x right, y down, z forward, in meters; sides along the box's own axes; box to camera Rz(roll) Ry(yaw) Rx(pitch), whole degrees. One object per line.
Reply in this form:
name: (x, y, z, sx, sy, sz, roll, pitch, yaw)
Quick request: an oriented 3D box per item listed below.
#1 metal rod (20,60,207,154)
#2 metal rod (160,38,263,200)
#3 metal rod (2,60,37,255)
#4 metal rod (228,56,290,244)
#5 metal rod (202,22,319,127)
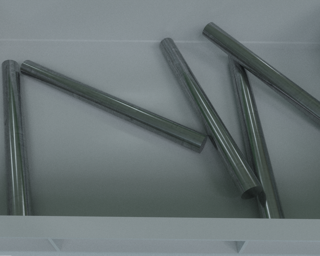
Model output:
metal rod: (-0.076, -0.037, 0.435, 0.301, 0.025, 0.025, 24, 54, 18)
metal rod: (0.055, -0.036, 0.426, 0.025, 0.025, 0.300, -13, 49, -11)
metal rod: (-0.184, 0.012, 0.393, 0.025, 0.025, 0.300, -15, 52, -12)
metal rod: (0.120, -0.002, 0.407, 0.025, 0.025, 0.300, 1, 50, 1)
metal rod: (0.172, -0.058, 0.432, 0.025, 0.025, 0.300, -33, 64, -24)
